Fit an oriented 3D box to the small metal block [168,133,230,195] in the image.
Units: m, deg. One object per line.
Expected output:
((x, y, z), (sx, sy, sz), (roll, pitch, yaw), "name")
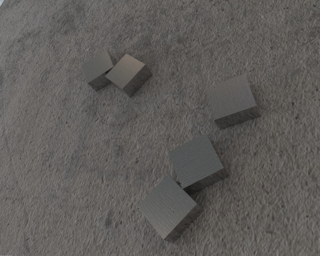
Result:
((0.044, 0.041, 0.355), (0.050, 0.025, 0.050), (-29, 52, 9), "small metal block")

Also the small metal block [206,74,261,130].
((0.088, -0.032, 0.377), (0.050, 0.025, 0.050), (-19, 54, 16), "small metal block")

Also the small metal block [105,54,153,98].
((-0.049, -0.081, 0.479), (0.050, 0.025, 0.050), (-48, 51, -6), "small metal block")

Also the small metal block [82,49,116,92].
((-0.097, -0.096, 0.513), (0.050, 0.025, 0.050), (-31, 52, 8), "small metal block")

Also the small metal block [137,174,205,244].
((0.012, 0.089, 0.343), (0.050, 0.025, 0.050), (-46, 51, -4), "small metal block")
